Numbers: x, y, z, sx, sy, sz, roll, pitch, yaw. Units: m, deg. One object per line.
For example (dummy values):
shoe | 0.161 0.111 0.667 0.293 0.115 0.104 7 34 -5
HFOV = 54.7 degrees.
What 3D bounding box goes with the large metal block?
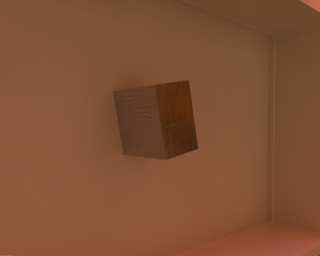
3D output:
large metal block | -0.006 -0.010 0.367 0.050 0.080 0.079 -15 100 -39
